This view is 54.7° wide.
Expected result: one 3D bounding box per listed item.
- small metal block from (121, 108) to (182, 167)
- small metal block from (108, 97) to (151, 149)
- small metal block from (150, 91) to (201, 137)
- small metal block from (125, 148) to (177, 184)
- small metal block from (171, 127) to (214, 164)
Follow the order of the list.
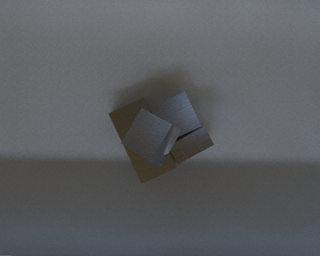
[{"bbox_3d":[-0.011,0.011,0.372,0.050,0.025,0.050,30,90,34],"label":"small metal block"},{"bbox_3d":[-0.033,-0.007,0.409,0.050,0.025,0.050,-25,90,-1],"label":"small metal block"},{"bbox_3d":[0.020,-0.014,0.410,0.050,0.025,0.050,-25,90,-1],"label":"small metal block"},{"bbox_3d":[-0.011,0.039,0.410,0.050,0.025,0.050,-25,90,-1],"label":"small metal block"},{"bbox_3d":[0.037,0.021,0.398,0.050,0.050,0.025,-28,90,-1],"label":"small metal block"}]
